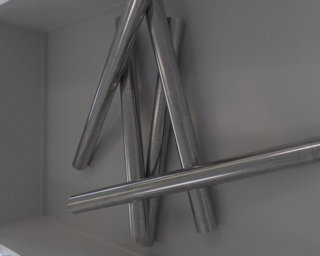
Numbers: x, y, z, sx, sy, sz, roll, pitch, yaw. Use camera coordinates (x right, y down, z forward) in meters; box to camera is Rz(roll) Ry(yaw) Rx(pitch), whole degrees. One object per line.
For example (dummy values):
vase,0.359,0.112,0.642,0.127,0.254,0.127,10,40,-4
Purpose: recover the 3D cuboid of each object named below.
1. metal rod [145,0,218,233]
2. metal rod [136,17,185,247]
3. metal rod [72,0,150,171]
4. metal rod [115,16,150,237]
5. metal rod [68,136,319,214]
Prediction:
metal rod,0.021,-0.027,0.368,0.025,0.025,0.298,-16,87,39
metal rod,-0.001,0.010,0.407,0.025,0.025,0.298,13,98,39
metal rod,-0.078,-0.046,0.433,0.025,0.025,0.298,50,131,28
metal rod,-0.039,-0.012,0.418,0.025,0.025,0.299,-16,74,39
metal rod,0.019,0.060,0.345,0.300,0.025,0.025,-17,79,24
